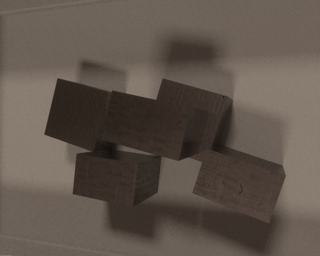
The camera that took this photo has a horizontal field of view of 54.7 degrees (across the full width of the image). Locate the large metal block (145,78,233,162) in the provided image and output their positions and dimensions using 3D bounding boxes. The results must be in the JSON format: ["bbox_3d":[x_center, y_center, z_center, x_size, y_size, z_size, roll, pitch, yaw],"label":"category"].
[{"bbox_3d":[0.036,-0.009,0.384,0.080,0.050,0.080,19,96,18],"label":"large metal block"}]

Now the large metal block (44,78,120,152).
[{"bbox_3d":[-0.104,-0.018,0.432,0.080,0.050,0.079,17,96,19],"label":"large metal block"}]

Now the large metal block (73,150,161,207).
[{"bbox_3d":[-0.052,0.060,0.399,0.080,0.080,0.050,7,93,19],"label":"large metal block"}]

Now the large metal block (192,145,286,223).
[{"bbox_3d":[0.091,0.057,0.349,0.080,0.080,0.050,19,96,18],"label":"large metal block"}]

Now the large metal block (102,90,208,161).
[{"bbox_3d":[-0.001,-0.004,0.328,0.080,0.080,0.050,14,95,19],"label":"large metal block"}]
